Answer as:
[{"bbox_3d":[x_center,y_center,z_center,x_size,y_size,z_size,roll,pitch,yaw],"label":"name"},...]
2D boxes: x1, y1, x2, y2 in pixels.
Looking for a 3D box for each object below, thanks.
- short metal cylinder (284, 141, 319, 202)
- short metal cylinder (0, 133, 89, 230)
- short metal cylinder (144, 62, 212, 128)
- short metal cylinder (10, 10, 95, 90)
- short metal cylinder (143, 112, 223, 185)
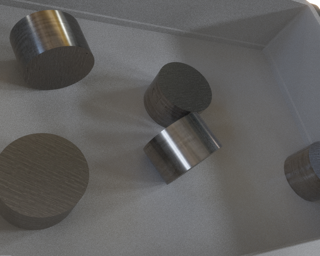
[{"bbox_3d":[0.241,0.067,0.478,0.081,0.050,0.080,13,56,-21],"label":"short metal cylinder"},{"bbox_3d":[-0.114,0.052,0.297,0.081,0.050,0.080,14,56,-21],"label":"short metal cylinder"},{"bbox_3d":[0.024,-0.044,0.429,0.081,0.050,0.080,14,56,-21],"label":"short metal cylinder"},{"bbox_3d":[-0.123,-0.087,0.357,0.081,0.080,0.050,-14,69,-34],"label":"short metal cylinder"},{"bbox_3d":[0.027,0.024,0.370,0.081,0.080,0.050,-27,77,-37],"label":"short metal cylinder"}]
